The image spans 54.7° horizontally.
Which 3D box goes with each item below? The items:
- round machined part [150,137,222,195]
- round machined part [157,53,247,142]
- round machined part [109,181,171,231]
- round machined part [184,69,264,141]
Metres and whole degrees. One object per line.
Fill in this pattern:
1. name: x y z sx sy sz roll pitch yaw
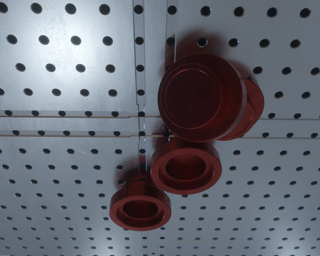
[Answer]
1. round machined part: 0.036 0.049 0.443 0.099 0.042 0.097 -1 130 0
2. round machined part: 0.040 -0.033 0.336 0.098 0.098 0.042 -33 166 24
3. round machined part: -0.031 0.123 0.505 0.099 0.042 0.097 -1 130 0
4. round machined part: 0.079 -0.022 0.383 0.099 0.042 0.097 -1 130 0
